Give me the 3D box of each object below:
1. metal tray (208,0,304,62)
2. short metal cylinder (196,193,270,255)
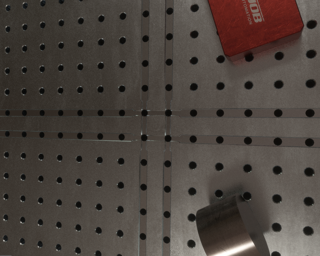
[{"bbox_3d":[0.106,-0.157,0.372,0.090,0.030,0.129,-17,84,18],"label":"metal tray"},{"bbox_3d":[0.083,0.122,0.354,0.050,0.080,0.080,-29,81,17],"label":"short metal cylinder"}]
